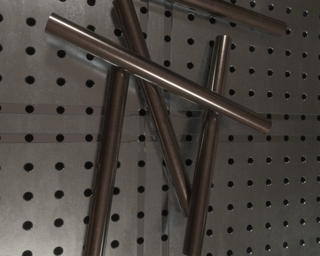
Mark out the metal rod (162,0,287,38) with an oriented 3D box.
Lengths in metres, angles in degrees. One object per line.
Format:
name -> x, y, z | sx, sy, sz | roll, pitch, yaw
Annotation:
metal rod -> 0.049, -0.177, 0.431 | 0.302, 0.025, 0.025 | 10, 87, -20

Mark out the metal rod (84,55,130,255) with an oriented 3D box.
metal rod -> -0.068, 0.058, 0.388 | 0.025, 0.025, 0.298 | 9, 87, -20

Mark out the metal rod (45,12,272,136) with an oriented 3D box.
metal rod -> 0.010, -0.059, 0.384 | 0.302, 0.025, 0.025 | 24, 82, -14

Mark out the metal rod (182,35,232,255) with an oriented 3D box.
metal rod -> 0.066, 0.016, 0.421 | 0.025, 0.025, 0.299 | 14, 79, -20

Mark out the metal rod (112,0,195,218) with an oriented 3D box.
metal rod -> -0.003, -0.022, 0.412 | 0.025, 0.025, 0.298 | -21, 97, -19
